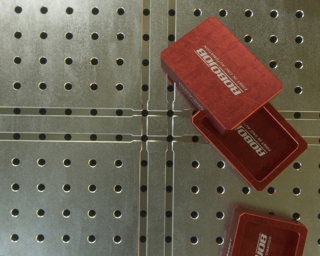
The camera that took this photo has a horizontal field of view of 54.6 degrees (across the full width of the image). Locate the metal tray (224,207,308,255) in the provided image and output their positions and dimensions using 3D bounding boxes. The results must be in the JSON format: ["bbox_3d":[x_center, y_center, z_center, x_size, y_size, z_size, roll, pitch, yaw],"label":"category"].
[{"bbox_3d":[0.133,0.180,0.411,0.090,0.030,0.129,13,90,0],"label":"metal tray"}]

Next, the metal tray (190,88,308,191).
[{"bbox_3d":[0.116,0.006,0.411,0.090,0.030,0.130,-43,90,0],"label":"metal tray"}]

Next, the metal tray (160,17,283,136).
[{"bbox_3d":[0.074,-0.066,0.390,0.090,0.030,0.130,-38,76,-8],"label":"metal tray"}]
